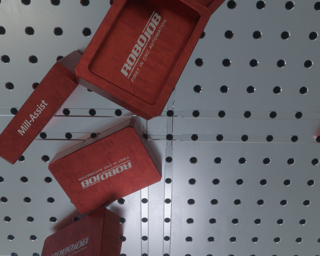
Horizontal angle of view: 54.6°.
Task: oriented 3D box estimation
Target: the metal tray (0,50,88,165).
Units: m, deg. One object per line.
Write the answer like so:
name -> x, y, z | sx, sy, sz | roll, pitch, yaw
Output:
metal tray -> -0.135, -0.027, 0.366 | 0.030, 0.090, 0.130 | 39, 105, -16

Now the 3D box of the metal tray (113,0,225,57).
metal tray -> 0.022, -0.158, 0.352 | 0.090, 0.030, 0.130 | 42, 105, -14

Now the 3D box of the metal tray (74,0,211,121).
metal tray -> -0.016, -0.084, 0.315 | 0.090, 0.030, 0.130 | 29, 78, -10

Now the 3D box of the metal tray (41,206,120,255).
metal tray -> -0.115, 0.176, 0.427 | 0.130, 0.090, 0.030 | -32, 126, 23

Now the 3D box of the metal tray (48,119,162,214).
metal tray -> -0.074, 0.055, 0.430 | 0.130, 0.030, 0.090 | -25, 108, 9

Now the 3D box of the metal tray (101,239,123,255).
metal tray -> -0.095, 0.241, 0.466 | 0.030, 0.090, 0.129 | 19, 109, -7
